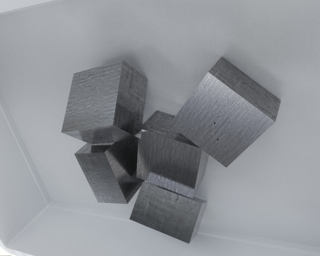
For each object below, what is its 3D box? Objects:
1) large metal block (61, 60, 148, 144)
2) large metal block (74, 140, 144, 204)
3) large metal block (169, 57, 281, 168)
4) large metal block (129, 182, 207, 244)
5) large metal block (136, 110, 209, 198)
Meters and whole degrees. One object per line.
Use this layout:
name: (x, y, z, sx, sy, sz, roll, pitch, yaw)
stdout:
large metal block: (-0.066, -0.028, 0.380, 0.080, 0.080, 0.050, -7, 157, 32)
large metal block: (-0.059, 0.047, 0.430, 0.050, 0.080, 0.080, -6, 116, 30)
large metal block: (0.071, -0.017, 0.342, 0.080, 0.050, 0.080, 37, 129, 2)
large metal block: (0.015, 0.112, 0.423, 0.080, 0.080, 0.050, 17, 83, 16)
large metal block: (0.018, 0.033, 0.401, 0.080, 0.050, 0.079, 18, 125, 17)
